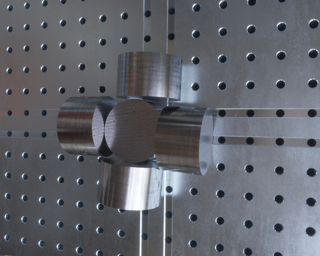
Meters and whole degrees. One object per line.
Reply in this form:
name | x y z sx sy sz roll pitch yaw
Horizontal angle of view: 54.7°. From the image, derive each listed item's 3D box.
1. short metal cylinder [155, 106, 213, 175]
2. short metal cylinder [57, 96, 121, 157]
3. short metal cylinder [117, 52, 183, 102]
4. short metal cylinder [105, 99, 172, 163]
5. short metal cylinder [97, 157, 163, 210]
short metal cylinder | 0.031 0.014 0.372 0.050 0.080 0.079 4 92 19
short metal cylinder | -0.092 -0.003 0.416 0.050 0.080 0.079 2 91 19
short metal cylinder | -0.013 -0.061 0.387 0.080 0.080 0.050 3 91 20
short metal cylinder | -0.025 0.003 0.409 0.080 0.050 0.080 0 90 18
short metal cylinder | -0.037 0.068 0.395 0.080 0.080 0.050 7 92 20
